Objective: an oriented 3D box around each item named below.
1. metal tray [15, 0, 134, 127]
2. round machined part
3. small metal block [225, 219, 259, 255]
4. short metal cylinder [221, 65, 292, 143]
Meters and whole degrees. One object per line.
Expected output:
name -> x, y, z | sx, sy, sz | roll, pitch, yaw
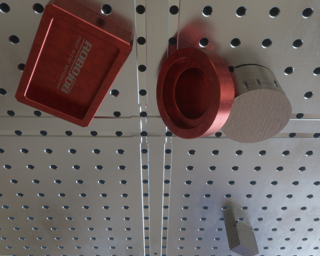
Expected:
metal tray -> -0.098, -0.067, 0.349 | 0.090, 0.030, 0.129 | 24, 126, -19
round machined part -> 0.042, -0.038, 0.342 | 0.042, 0.098, 0.097 | -6, 139, -38
small metal block -> 0.151, 0.204, 0.571 | 0.050, 0.050, 0.025 | 31, 123, -24
short metal cylinder -> 0.108, -0.028, 0.371 | 0.081, 0.050, 0.079 | -1, 131, -1
